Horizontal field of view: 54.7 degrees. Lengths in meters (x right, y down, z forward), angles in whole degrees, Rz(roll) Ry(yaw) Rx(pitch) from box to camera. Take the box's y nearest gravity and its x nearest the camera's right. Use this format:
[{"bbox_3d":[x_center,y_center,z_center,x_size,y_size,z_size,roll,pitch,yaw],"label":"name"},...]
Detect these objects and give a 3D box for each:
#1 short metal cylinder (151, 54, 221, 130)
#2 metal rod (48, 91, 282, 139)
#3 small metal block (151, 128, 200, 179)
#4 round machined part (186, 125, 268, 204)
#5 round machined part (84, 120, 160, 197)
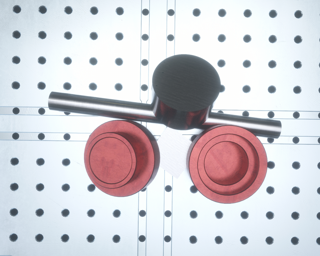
[{"bbox_3d":[0.030,-0.044,0.383,0.081,0.050,0.080,2,65,-3],"label":"short metal cylinder"},{"bbox_3d":[0.007,-0.017,0.410,0.302,0.025,0.025,7,90,0],"label":"metal rod"},{"bbox_3d":[0.017,0.031,0.410,0.050,0.025,0.050,36,90,0],"label":"small metal block"},{"bbox_3d":[0.083,0.044,0.400,0.099,0.042,0.097,0,92,-3],"label":"round machined part"},{"bbox_3d":[-0.053,0.038,0.388,0.098,0.042,0.097,0,91,18],"label":"round machined part"}]
